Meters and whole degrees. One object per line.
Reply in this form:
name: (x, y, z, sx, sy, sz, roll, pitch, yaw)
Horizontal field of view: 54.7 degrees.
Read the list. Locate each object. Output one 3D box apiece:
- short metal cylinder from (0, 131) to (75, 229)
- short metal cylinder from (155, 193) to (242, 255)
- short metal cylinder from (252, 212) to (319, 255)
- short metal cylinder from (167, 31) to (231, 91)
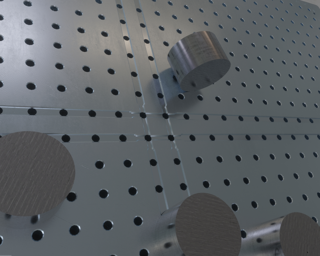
short metal cylinder: (-0.126, 0.050, 0.293, 0.081, 0.050, 0.080, 14, 56, -21)
short metal cylinder: (0.041, 0.118, 0.342, 0.081, 0.050, 0.080, 14, 56, -21)
short metal cylinder: (0.164, 0.152, 0.387, 0.081, 0.050, 0.080, 14, 56, -21)
short metal cylinder: (0.058, -0.098, 0.463, 0.081, 0.080, 0.050, -10, 67, -32)
